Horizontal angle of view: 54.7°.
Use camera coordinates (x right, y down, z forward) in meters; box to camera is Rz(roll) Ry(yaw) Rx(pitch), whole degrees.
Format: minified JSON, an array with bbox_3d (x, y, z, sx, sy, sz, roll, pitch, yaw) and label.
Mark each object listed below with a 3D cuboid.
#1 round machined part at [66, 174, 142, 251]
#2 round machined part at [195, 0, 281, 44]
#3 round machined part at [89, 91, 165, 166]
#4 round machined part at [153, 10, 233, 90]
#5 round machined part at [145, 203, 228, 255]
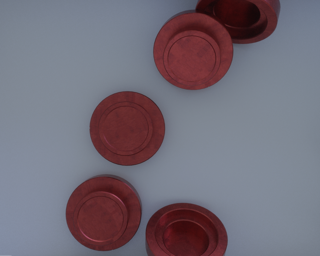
[{"bbox_3d":[-0.073,0.112,0.402,0.099,0.042,0.097,0,90,-1],"label":"round machined part"},{"bbox_3d":[0.096,-0.149,0.378,0.099,0.098,0.042,17,75,-1],"label":"round machined part"},{"bbox_3d":[-0.043,0.001,0.402,0.099,0.042,0.097,0,90,-1],"label":"round machined part"},{"bbox_3d":[0.040,-0.091,0.381,0.099,0.042,0.097,4,122,7],"label":"round machined part"},{"bbox_3d":[0.031,0.143,0.384,0.099,0.098,0.042,3,123,-1],"label":"round machined part"}]
